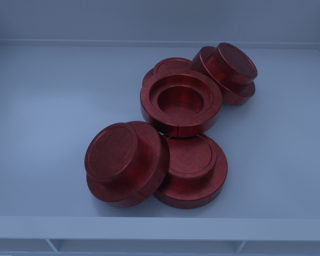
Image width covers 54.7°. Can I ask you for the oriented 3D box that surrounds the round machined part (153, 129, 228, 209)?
[{"bbox_3d":[0.030,0.040,0.359,0.099,0.042,0.098,0,50,0],"label":"round machined part"}]

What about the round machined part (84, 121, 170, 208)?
[{"bbox_3d":[-0.042,0.033,0.336,0.098,0.042,0.098,-18,50,23],"label":"round machined part"}]

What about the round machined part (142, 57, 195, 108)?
[{"bbox_3d":[0.024,-0.065,0.446,0.099,0.042,0.098,0,50,0],"label":"round machined part"}]

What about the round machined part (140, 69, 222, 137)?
[{"bbox_3d":[0.025,-0.026,0.386,0.099,0.042,0.098,0,50,0],"label":"round machined part"}]

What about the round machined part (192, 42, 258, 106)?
[{"bbox_3d":[0.097,-0.081,0.434,0.099,0.042,0.098,22,43,-22],"label":"round machined part"}]
